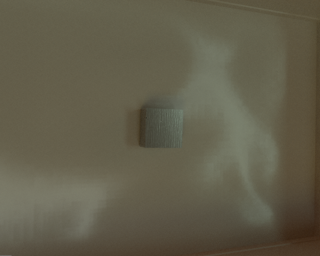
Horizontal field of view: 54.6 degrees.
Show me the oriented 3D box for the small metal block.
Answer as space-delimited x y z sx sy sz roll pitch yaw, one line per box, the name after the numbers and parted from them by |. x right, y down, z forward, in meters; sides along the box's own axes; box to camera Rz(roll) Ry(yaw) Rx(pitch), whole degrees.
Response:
0.002 0.000 0.407 0.050 0.025 0.050 2 90 -20 | small metal block
